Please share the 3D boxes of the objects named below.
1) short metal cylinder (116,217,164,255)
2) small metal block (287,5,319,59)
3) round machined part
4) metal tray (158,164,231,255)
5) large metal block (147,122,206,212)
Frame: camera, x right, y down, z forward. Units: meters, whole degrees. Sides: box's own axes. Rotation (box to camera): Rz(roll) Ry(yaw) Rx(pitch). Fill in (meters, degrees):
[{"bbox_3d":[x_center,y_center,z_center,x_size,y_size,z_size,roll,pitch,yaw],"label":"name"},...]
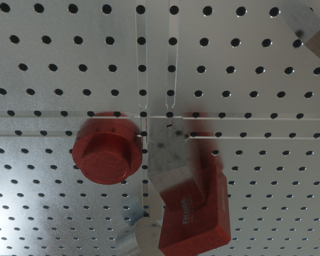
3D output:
[{"bbox_3d":[-0.031,0.206,0.551,0.080,0.080,0.050,37,121,-27],"label":"short metal cylinder"},{"bbox_3d":[0.165,-0.092,0.318,0.050,0.050,0.025,29,124,-23],"label":"small metal block"},{"bbox_3d":[-0.074,0.043,0.436,0.099,0.042,0.097,0,130,0],"label":"round machined part"},{"bbox_3d":[0.050,0.116,0.439,0.090,0.130,0.030,-29,111,23],"label":"metal tray"},{"bbox_3d":[0.023,0.053,0.421,0.050,0.080,0.080,-17,128,14],"label":"large metal block"}]
